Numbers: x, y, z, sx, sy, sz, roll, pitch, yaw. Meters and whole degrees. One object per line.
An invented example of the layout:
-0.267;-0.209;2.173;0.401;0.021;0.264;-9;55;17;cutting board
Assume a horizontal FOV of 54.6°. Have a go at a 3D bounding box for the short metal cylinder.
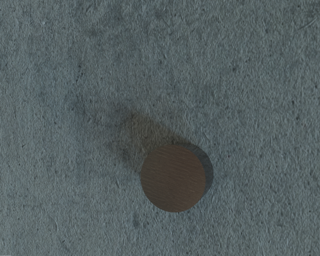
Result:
0.023;0.059;0.388;0.080;0.050;0.080;0;90;20;short metal cylinder
